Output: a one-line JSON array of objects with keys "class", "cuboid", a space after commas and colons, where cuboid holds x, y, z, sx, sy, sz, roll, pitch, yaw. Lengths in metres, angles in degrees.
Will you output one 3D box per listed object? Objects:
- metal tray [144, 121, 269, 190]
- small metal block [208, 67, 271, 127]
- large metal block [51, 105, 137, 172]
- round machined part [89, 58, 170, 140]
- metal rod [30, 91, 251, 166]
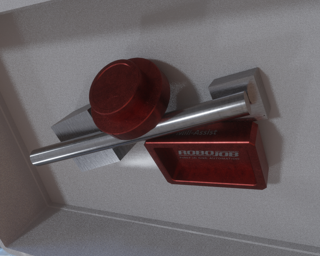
[{"class": "metal tray", "cuboid": [0.057, 0.035, 0.376, 0.130, 0.030, 0.090, -2, 137, 28]}, {"class": "small metal block", "cuboid": [0.088, -0.033, 0.339, 0.050, 0.025, 0.050, -12, 113, 33]}, {"class": "large metal block", "cuboid": [-0.093, 0.009, 0.442, 0.080, 0.050, 0.080, -19, 109, 35]}, {"class": "round machined part", "cuboid": [-0.041, -0.039, 0.353, 0.098, 0.098, 0.042, -4, 157, 30]}, {"class": "metal rod", "cuboid": [-0.043, 0.008, 0.375, 0.300, 0.025, 0.025, -14, 111, 26]}]
